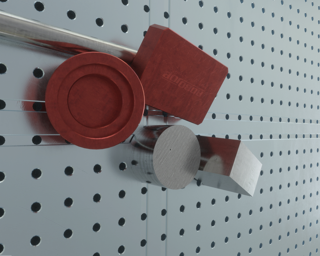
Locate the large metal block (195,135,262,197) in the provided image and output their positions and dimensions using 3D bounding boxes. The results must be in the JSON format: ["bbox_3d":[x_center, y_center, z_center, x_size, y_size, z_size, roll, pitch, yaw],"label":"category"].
[{"bbox_3d":[0.087,0.053,0.442,0.080,0.080,0.050,40,65,-43],"label":"large metal block"}]

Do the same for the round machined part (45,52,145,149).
[{"bbox_3d":[-0.069,-0.028,0.328,0.099,0.042,0.097,-1,94,-20],"label":"round machined part"}]

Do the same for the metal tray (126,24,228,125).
[{"bbox_3d":[0.024,-0.063,0.401,0.131,0.030,0.090,19,101,-43],"label":"metal tray"}]

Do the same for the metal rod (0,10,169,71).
[{"bbox_3d":[-0.045,-0.086,0.372,0.302,0.025,0.025,5,87,-40],"label":"metal rod"}]

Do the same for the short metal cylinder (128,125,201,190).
[{"bbox_3d":[0.007,0.036,0.400,0.081,0.050,0.079,0,90,-40],"label":"short metal cylinder"}]
